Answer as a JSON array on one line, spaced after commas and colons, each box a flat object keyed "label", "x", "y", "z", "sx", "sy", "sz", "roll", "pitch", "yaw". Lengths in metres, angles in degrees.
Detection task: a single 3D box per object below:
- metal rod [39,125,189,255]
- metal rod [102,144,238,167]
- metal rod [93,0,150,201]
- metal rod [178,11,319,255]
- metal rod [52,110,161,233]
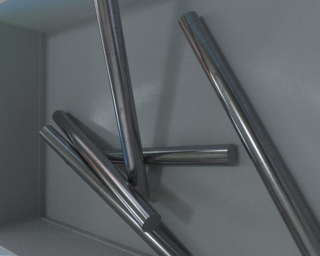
[{"label": "metal rod", "x": -0.080, "y": 0.087, "z": 0.446, "sx": 0.300, "sy": 0.025, "sz": 0.025, "roll": 37, "pitch": 113, "yaw": 25}, {"label": "metal rod", "x": -0.036, "y": 0.041, "z": 0.434, "sx": 0.300, "sy": 0.025, "sz": 0.025, "roll": -5, "pitch": 87, "yaw": 39}, {"label": "metal rod", "x": -0.044, "y": -0.041, "z": 0.362, "sx": 0.025, "sy": 0.025, "sz": 0.298, "roll": 12, "pitch": 119, "yaw": 39}, {"label": "metal rod", "x": 0.092, "y": -0.003, "z": 0.329, "sx": 0.025, "sy": 0.025, "sz": 0.299, "roll": -37, "pitch": 68, "yaw": 34}, {"label": "metal rod", "x": -0.094, "y": 0.042, "z": 0.447, "sx": 0.300, "sy": 0.025, "sz": 0.025, "roll": 36, "pitch": 113, "yaw": 45}]
